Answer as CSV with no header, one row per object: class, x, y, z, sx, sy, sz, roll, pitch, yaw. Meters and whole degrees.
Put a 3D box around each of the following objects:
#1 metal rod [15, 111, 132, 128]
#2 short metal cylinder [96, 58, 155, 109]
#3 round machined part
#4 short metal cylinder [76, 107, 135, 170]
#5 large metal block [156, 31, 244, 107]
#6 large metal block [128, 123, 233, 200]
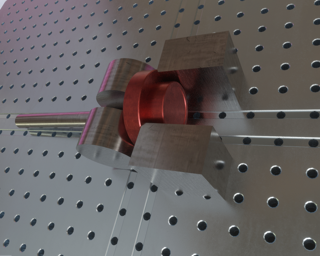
metal rod,-0.115,-0.012,0.462,0.300,0.025,0.025,0,62,32
short metal cylinder,-0.041,-0.051,0.426,0.080,0.080,0.050,1,63,28
round machined part,0.001,-0.021,0.373,0.042,0.098,0.098,1,62,29
short metal cylinder,-0.059,0.015,0.394,0.080,0.080,0.050,1,63,29
large metal block,0.054,-0.069,0.388,0.080,0.080,0.050,0,62,28
large metal block,0.026,0.037,0.338,0.080,0.080,0.050,3,63,29
